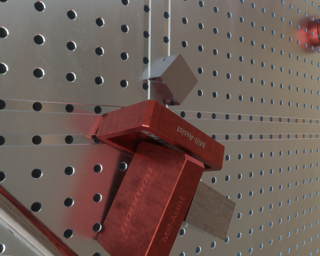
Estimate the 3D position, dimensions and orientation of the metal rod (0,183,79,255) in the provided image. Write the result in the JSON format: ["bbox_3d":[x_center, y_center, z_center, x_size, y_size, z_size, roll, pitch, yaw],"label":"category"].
[{"bbox_3d":[-0.093,0.150,0.332,0.025,0.025,0.299,-49,119,-29],"label":"metal rod"}]

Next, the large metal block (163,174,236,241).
[{"bbox_3d":[0.038,0.102,0.408,0.080,0.080,0.050,36,68,-35],"label":"large metal block"}]

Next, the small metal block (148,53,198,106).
[{"bbox_3d":[0.019,-0.066,0.427,0.050,0.025,0.050,52,59,-27],"label":"small metal block"}]

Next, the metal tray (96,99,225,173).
[{"bbox_3d":[0.003,0.017,0.368,0.131,0.090,0.030,31,61,-36],"label":"metal tray"}]

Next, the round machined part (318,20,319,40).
[{"bbox_3d":[0.422,-0.240,0.756,0.099,0.042,0.097,0,90,-40],"label":"round machined part"}]

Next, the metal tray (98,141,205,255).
[{"bbox_3d":[-0.013,0.085,0.345,0.030,0.090,0.130,30,80,-36],"label":"metal tray"}]
